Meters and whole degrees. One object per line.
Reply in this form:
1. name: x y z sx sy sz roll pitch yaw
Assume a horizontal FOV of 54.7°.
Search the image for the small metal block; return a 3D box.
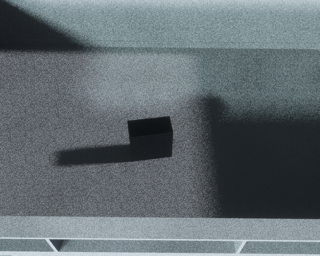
1. small metal block: -0.012 0.014 0.377 0.050 0.050 0.025 -7 51 -6
